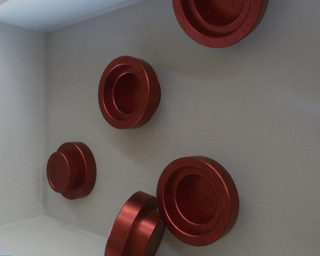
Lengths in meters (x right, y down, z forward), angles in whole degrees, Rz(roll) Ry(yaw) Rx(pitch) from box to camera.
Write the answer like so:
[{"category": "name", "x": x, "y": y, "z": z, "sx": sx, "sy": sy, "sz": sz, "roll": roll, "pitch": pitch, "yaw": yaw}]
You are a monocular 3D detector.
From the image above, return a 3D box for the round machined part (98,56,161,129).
[{"category": "round machined part", "x": -0.038, "y": -0.047, "z": 0.427, "sx": 0.098, "sy": 0.042, "sz": 0.097, "roll": 0, "pitch": 90, "yaw": 40}]

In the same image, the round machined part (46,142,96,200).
[{"category": "round machined part", "x": -0.155, "y": 0.073, "z": 0.524, "sx": 0.098, "sy": 0.042, "sz": 0.097, "roll": 0, "pitch": 90, "yaw": 40}]

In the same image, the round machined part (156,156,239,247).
[{"category": "round machined part", "x": 0.046, "y": 0.081, "z": 0.358, "sx": 0.098, "sy": 0.042, "sz": 0.097, "roll": 0, "pitch": 90, "yaw": 40}]

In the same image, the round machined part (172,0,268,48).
[{"category": "round machined part", "x": 0.065, "y": -0.138, "z": 0.325, "sx": 0.098, "sy": 0.042, "sz": 0.097, "roll": 19, "pitch": 128, "yaw": 27}]

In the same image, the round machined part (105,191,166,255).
[{"category": "round machined part", "x": -0.024, "y": 0.132, "z": 0.383, "sx": 0.042, "sy": 0.098, "sz": 0.097, "roll": 18, "pitch": 103, "yaw": 18}]
